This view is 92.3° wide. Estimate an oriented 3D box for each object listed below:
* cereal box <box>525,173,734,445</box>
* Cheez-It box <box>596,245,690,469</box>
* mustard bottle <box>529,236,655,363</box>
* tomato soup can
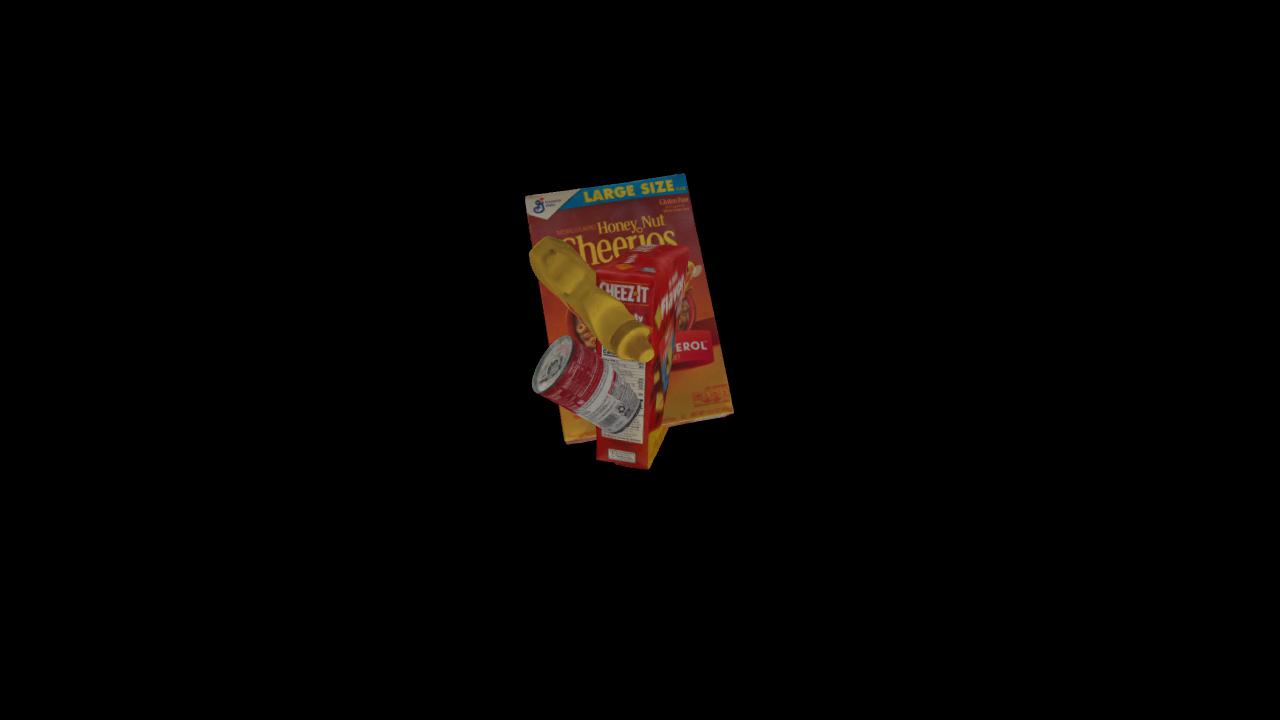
[{"bbox_3d":[-0.017,-0.064,0.754,0.203,0.306,0.081,-9,-9,-7],"label":"cereal box"},{"bbox_3d":[0.004,-0.012,0.712,0.071,0.223,0.166,8,23,14],"label":"Cheez-It box"},{"bbox_3d":[-0.044,-0.057,0.653,0.184,0.054,0.092,46,-6,34],"label":"mustard bottle"},{"bbox_3d":[-0.053,0.027,0.647,0.101,0.068,0.068,33,-17,-29],"label":"tomato soup can"}]
